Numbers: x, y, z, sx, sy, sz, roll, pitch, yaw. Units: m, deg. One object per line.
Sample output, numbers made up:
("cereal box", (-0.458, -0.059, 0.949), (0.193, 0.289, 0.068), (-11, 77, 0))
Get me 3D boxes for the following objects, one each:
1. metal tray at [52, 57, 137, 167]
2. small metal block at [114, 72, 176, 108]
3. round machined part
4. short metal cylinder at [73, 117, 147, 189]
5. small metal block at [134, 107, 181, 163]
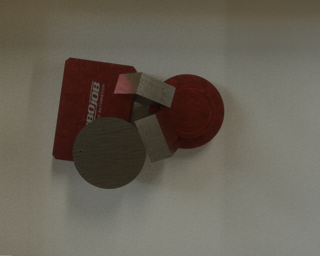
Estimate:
("metal tray", (-0.083, -0.020, 0.404), (0.091, 0.030, 0.129), (8, 90, -1))
("small metal block", (-0.019, -0.045, 0.372), (0.050, 0.050, 0.025), (19, 83, -37))
("round machined part", (0.035, -0.021, 0.401), (0.099, 0.042, 0.097), (0, 90, -1))
("short metal cylinder", (-0.056, 0.027, 0.367), (0.081, 0.050, 0.079), (0, 90, -1))
("small metal block", (-0.001, 0.006, 0.358), (0.025, 0.050, 0.050), (-19, 97, 18))
